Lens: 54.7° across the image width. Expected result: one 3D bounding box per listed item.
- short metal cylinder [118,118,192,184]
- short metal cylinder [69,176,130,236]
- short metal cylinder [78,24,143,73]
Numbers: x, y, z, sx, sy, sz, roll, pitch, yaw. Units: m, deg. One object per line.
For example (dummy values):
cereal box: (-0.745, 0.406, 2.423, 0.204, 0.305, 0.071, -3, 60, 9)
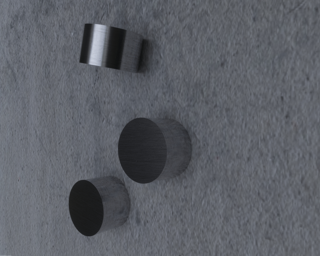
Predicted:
short metal cylinder: (-0.007, 0.027, 0.393, 0.080, 0.050, 0.079, 0, 90, 39)
short metal cylinder: (-0.091, 0.114, 0.461, 0.080, 0.050, 0.079, 0, 90, 39)
short metal cylinder: (-0.066, -0.107, 0.421, 0.080, 0.081, 0.050, 17, 101, 38)
